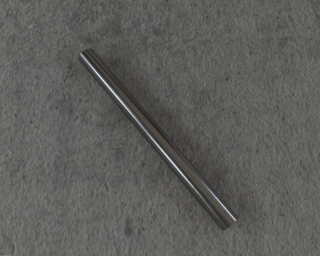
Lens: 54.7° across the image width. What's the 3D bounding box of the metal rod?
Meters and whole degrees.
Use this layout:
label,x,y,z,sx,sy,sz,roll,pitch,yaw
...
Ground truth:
label,x,y,z,sx,sy,sz,roll,pitch,yaw
metal rod,-0.011,0.005,0.406,0.025,0.025,0.300,-37,75,-13
